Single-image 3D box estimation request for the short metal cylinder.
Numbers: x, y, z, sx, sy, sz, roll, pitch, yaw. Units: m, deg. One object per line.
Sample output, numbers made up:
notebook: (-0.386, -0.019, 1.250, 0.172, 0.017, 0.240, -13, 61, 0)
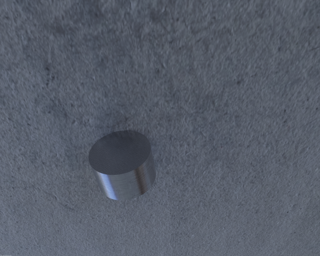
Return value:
short metal cylinder: (-0.048, 0.048, 0.412, 0.080, 0.080, 0.050, -6, 130, 4)
